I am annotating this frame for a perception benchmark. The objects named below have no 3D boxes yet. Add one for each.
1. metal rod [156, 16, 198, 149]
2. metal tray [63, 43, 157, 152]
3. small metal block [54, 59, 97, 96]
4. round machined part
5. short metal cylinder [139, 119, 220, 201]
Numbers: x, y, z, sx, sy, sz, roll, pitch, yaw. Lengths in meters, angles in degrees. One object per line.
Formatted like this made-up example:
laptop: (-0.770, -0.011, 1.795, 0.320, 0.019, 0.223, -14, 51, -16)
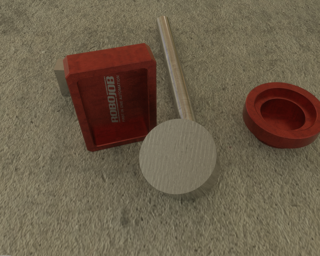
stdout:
metal rod: (0.024, -0.080, 0.470, 0.025, 0.025, 0.300, -5, 50, -5)
metal tray: (-0.051, -0.030, 0.359, 0.091, 0.129, 0.030, -12, 52, -11)
small metal block: (-0.118, -0.072, 0.446, 0.050, 0.050, 0.025, 1, 50, 0)
round machined part: (0.157, -0.012, 0.404, 0.099, 0.042, 0.098, 0, 50, 0)
short metal cylinder: (0.023, 0.036, 0.339, 0.080, 0.050, 0.080, -5, 69, 13)
